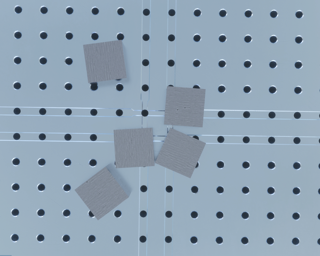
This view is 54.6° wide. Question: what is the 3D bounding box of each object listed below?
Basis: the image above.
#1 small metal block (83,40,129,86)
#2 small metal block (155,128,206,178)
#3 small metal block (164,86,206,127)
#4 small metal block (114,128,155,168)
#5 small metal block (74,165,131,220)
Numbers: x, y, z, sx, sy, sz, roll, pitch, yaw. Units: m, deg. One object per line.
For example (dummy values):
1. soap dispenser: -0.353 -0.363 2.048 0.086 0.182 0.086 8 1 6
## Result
1. small metal block: -0.071 -0.086 0.413 0.050 0.025 0.050 -8 90 0
2. small metal block: 0.027 0.032 0.414 0.050 0.025 0.050 24 90 0
3. small metal block: 0.032 -0.028 0.414 0.050 0.025 0.050 5 90 0
4. small metal block: -0.033 0.026 0.413 0.050 0.025 0.050 -3 90 0
5. small metal block: -0.075 0.085 0.413 0.050 0.025 0.050 -37 90 0
